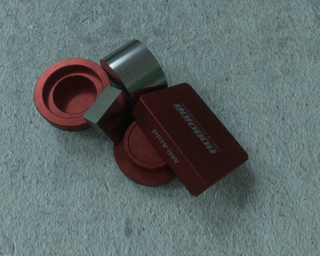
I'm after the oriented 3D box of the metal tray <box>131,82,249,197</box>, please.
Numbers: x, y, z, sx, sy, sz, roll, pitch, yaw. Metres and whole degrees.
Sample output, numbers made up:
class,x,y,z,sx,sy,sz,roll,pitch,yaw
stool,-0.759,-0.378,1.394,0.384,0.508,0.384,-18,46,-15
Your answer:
class,x,y,z,sx,sy,sz,roll,pitch,yaw
metal tray,0.037,0.008,0.381,0.091,0.030,0.130,-22,68,-42

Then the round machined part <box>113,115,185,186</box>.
class,x,y,z,sx,sy,sz,roll,pitch,yaw
round machined part,-0.010,0.022,0.392,0.099,0.042,0.098,0,70,-1

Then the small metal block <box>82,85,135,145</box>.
class,x,y,z,sx,sy,sz,roll,pitch,yaw
small metal block,-0.059,-0.015,0.382,0.025,0.050,0.050,23,69,34

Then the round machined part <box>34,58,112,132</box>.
class,x,y,z,sx,sy,sz,roll,pitch,yaw
round machined part,-0.111,-0.040,0.414,0.099,0.042,0.098,0,70,-1

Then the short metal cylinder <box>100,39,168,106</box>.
class,x,y,z,sx,sy,sz,roll,pitch,yaw
short metal cylinder,-0.034,-0.068,0.405,0.050,0.080,0.080,-36,74,-12
